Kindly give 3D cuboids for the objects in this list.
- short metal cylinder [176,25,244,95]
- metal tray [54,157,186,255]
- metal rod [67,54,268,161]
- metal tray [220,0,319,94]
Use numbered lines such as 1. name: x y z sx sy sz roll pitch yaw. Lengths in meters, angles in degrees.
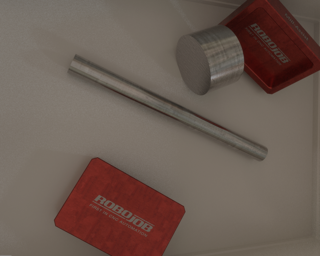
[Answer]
1. short metal cylinder: 0.064 -0.089 0.406 0.050 0.080 0.080 -23 98 -19
2. metal tray: -0.047 0.105 0.377 0.130 0.030 0.090 31 79 -6
3. metal rod: 0.024 -0.019 0.420 0.302 0.025 0.025 24 82 -19
4. metal tray: 0.150 -0.114 0.430 0.130 0.090 0.030 39 51 -16
